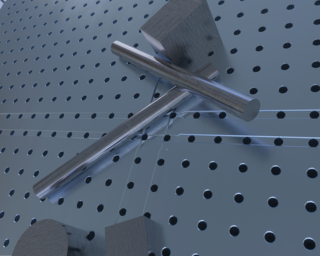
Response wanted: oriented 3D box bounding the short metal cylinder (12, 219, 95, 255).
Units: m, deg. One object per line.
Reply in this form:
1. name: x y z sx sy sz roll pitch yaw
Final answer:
1. short metal cylinder: -0.125 0.153 0.364 0.080 0.050 0.080 -13 56 21

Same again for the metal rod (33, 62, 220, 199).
1. metal rod: -0.049 0.006 0.430 0.300 0.025 0.025 -35 51 5

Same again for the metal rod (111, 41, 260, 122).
1. metal rod: 0.010 -0.078 0.422 0.025 0.025 0.300 -48 43 -6

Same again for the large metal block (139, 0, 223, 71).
1. large metal block: 0.032 -0.130 0.436 0.080 0.080 0.050 -44 51 -2

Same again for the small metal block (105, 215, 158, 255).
1. small metal block: -0.032 0.131 0.344 0.050 0.025 0.050 -21 54 15
